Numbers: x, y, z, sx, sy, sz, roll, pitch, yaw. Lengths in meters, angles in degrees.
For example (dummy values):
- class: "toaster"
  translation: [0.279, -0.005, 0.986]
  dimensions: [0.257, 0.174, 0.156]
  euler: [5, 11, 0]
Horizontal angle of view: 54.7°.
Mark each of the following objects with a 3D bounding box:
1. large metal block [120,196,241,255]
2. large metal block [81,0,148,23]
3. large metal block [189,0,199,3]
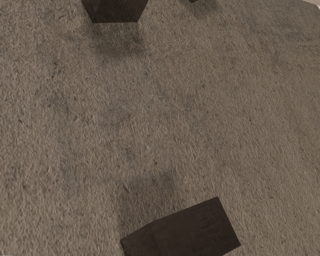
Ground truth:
- class: "large metal block"
  translation: [0.017, 0.115, 0.309]
  dimensions: [0.081, 0.080, 0.050]
  euler: [-11, 68, -33]
- class: "large metal block"
  translation: [-0.063, -0.205, 0.461]
  dimensions: [0.081, 0.080, 0.050]
  euler: [-15, 70, -34]
- class: "large metal block"
  translation: [0.069, -0.304, 0.613]
  dimensions: [0.080, 0.050, 0.080]
  euler: [47, 51, 4]
